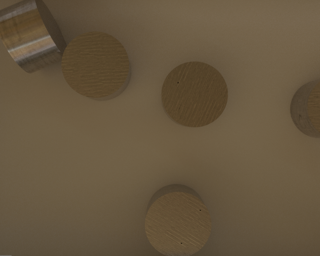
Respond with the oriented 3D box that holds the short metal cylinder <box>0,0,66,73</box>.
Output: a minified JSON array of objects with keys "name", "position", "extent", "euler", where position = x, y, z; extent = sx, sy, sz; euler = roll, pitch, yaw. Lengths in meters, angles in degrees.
[{"name":"short metal cylinder","position":[-0.155,-0.114,0.383],"extent":[0.050,0.080,0.080],"euler":[-23,90,0]}]

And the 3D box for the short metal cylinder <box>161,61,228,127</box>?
[{"name":"short metal cylinder","position":[0.042,-0.041,0.399],"extent":[0.081,0.050,0.080],"euler":[0,90,0]}]

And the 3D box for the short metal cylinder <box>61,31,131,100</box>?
[{"name":"short metal cylinder","position":[-0.078,-0.077,0.396],"extent":[0.081,0.050,0.079],"euler":[0,91,-3]}]

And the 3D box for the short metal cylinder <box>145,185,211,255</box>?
[{"name":"short metal cylinder","position":[0.022,0.117,0.399],"extent":[0.081,0.050,0.080],"euler":[0,90,0]}]

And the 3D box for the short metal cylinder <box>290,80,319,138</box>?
[{"name":"short metal cylinder","position":[0.219,-0.026,0.400],"extent":[0.081,0.050,0.080],"euler":[0,90,0]}]
